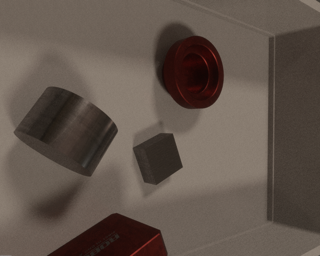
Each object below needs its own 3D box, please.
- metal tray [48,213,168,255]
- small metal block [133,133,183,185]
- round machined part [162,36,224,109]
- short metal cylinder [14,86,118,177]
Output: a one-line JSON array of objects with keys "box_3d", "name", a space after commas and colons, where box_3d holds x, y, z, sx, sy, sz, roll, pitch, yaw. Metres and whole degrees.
[{"box_3d": [-0.069, 0.139, 0.308, 0.131, 0.090, 0.030, -26, 107, -37], "name": "metal tray"}, {"box_3d": [-0.002, 0.039, 0.407, 0.050, 0.025, 0.050, -28, 108, -37], "name": "small metal block"}, {"box_3d": [0.042, -0.075, 0.433, 0.099, 0.042, 0.097, 0, 90, -40], "name": "round machined part"}, {"box_3d": [-0.088, 0.005, 0.298, 0.080, 0.080, 0.050, 42, 64, -32], "name": "short metal cylinder"}]
